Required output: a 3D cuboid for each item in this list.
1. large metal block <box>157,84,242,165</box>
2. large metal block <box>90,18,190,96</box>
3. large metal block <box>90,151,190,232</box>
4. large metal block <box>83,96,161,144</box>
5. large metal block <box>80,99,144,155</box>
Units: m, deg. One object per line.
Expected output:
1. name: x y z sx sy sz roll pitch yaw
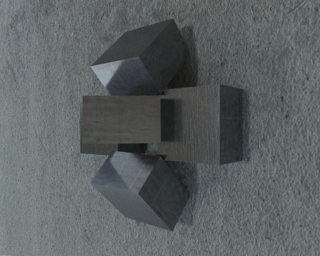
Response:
1. large metal block: 0.044 -0.004 0.349 0.080 0.050 0.079 0 90 39
2. large metal block: -0.023 -0.083 0.380 0.080 0.080 0.050 0 134 40
3. large metal block: -0.023 0.075 0.380 0.080 0.080 0.050 2 48 40
4. large metal block: -0.043 -0.009 0.362 0.080 0.081 0.050 179 90 -84
5. large metal block: -0.069 -0.003 0.445 0.080 0.050 0.079 0 90 39
